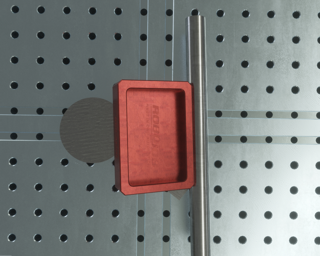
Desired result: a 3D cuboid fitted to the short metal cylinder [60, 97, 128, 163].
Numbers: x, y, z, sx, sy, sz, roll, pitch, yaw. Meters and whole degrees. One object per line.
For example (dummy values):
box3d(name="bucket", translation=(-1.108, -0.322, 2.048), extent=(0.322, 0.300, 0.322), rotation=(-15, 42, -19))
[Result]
box3d(name="short metal cylinder", translation=(-0.081, 0.003, 0.399), extent=(0.081, 0.050, 0.079), rotation=(0, 90, -1))

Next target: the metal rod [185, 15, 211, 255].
box3d(name="metal rod", translation=(0.048, 0.012, 0.389), extent=(0.025, 0.025, 0.298), rotation=(-1, 90, -1))

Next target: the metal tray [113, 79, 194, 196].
box3d(name="metal tray", translation=(-0.008, 0.010, 0.371), extent=(0.091, 0.030, 0.129), rotation=(-2, 90, -20))

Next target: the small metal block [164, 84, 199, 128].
box3d(name="small metal block", translation=(0.031, -0.029, 0.414), extent=(0.050, 0.025, 0.050), rotation=(-15, 90, -1))

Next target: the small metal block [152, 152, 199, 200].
box3d(name="small metal block", translation=(0.021, 0.059, 0.413), extent=(0.050, 0.025, 0.050), rotation=(39, 90, -1))
